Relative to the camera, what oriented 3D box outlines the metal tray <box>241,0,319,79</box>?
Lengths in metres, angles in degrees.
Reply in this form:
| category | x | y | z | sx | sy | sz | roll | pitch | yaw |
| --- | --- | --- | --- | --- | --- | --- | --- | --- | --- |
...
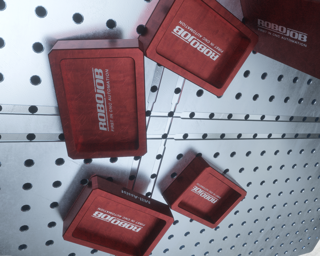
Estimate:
| category | x | y | z | sx | sy | sz | roll | pitch | yaw |
| --- | --- | --- | --- | --- | --- | --- | --- | --- | --- |
| metal tray | 0.148 | -0.116 | 0.352 | 0.030 | 0.130 | 0.090 | -33 | 129 | -7 |

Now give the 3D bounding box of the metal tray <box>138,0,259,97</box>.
| category | x | y | z | sx | sy | sz | roll | pitch | yaw |
| --- | --- | --- | --- | --- | --- | --- | --- | --- | --- |
| metal tray | 0.048 | -0.102 | 0.370 | 0.131 | 0.030 | 0.090 | 22 | 107 | -36 |

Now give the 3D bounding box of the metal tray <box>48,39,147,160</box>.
| category | x | y | z | sx | sy | sz | roll | pitch | yaw |
| --- | --- | --- | --- | --- | --- | --- | --- | --- | --- |
| metal tray | -0.061 | -0.028 | 0.337 | 0.091 | 0.030 | 0.129 | -3 | 122 | -4 |

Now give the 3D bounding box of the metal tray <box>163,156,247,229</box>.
| category | x | y | z | sx | sy | sz | roll | pitch | yaw |
| --- | --- | --- | --- | --- | --- | --- | --- | --- | --- |
| metal tray | 0.078 | 0.111 | 0.517 | 0.090 | 0.030 | 0.130 | -49 | 129 | 6 |

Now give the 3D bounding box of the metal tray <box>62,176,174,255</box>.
| category | x | y | z | sx | sy | sz | roll | pitch | yaw |
| --- | --- | --- | --- | --- | --- | --- | --- | --- | --- |
| metal tray | -0.057 | 0.132 | 0.438 | 0.131 | 0.030 | 0.090 | 28 | 103 | -24 |
